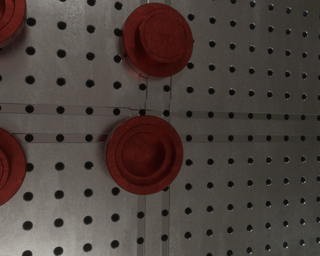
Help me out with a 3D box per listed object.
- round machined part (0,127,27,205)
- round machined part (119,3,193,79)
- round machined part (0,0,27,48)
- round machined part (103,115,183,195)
[{"bbox_3d":[-0.197,0.043,0.331,0.099,0.042,0.097,0,90,-21],"label":"round machined part"},{"bbox_3d":[0.000,-0.115,0.404,0.099,0.042,0.097,0,90,-20],"label":"round machined part"},{"bbox_3d":[-0.196,-0.130,0.331,0.099,0.042,0.097,0,90,-21],"label":"round machined part"},{"bbox_3d":[-0.024,0.033,0.396,0.099,0.042,0.097,0,90,-21],"label":"round machined part"}]
